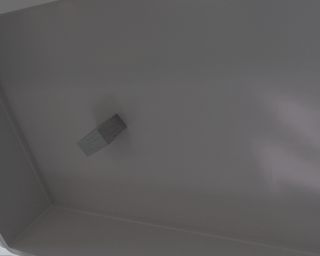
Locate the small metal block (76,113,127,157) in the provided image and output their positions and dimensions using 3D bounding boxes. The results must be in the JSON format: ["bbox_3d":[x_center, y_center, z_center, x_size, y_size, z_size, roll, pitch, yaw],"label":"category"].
[{"bbox_3d":[-0.083,0.010,0.443,0.050,0.050,0.025,-29,102,37],"label":"small metal block"}]
